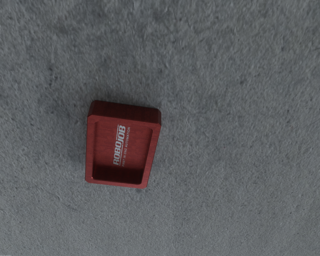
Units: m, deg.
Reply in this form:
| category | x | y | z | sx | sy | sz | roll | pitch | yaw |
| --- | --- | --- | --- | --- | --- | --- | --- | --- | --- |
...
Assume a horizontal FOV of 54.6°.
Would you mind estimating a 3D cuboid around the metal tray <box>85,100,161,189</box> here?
| category | x | y | z | sx | sy | sz | roll | pitch | yaw |
| --- | --- | --- | --- | --- | --- | --- | --- | --- | --- |
| metal tray | -0.053 | 0.028 | 0.426 | 0.091 | 0.030 | 0.129 | 8 | 130 | -7 |
